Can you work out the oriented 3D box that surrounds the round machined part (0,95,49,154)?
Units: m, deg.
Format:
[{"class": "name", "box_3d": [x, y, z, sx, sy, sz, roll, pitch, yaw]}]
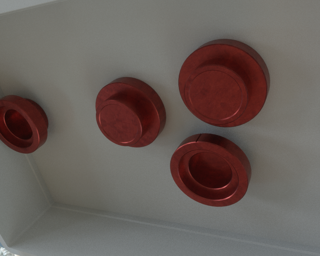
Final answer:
[{"class": "round machined part", "box_3d": [-0.225, -0.010, 0.508, 0.098, 0.042, 0.097, 11, 122, 18]}]

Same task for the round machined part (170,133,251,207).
[{"class": "round machined part", "box_3d": [0.066, 0.048, 0.393, 0.098, 0.042, 0.097, 13, 124, 21]}]

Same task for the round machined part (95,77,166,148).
[{"class": "round machined part", "box_3d": [-0.045, -0.015, 0.413, 0.098, 0.042, 0.097, 13, 124, 21]}]

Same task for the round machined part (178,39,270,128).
[{"class": "round machined part", "box_3d": [0.065, -0.043, 0.337, 0.098, 0.042, 0.097, 13, 124, 21]}]
